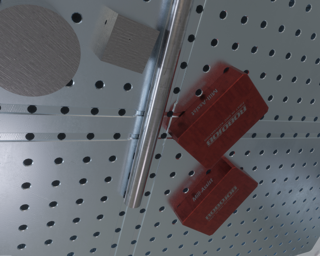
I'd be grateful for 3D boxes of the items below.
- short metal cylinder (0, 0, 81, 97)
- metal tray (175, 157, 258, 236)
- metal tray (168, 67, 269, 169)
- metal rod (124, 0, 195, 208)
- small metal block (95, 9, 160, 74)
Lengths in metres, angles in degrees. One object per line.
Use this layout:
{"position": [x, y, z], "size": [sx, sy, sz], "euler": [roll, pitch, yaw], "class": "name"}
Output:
{"position": [-0.119, -0.075, 0.284], "size": [0.081, 0.050, 0.079], "euler": [-14, 124, -21], "class": "short metal cylinder"}
{"position": [0.099, 0.122, 0.538], "size": [0.130, 0.030, 0.090], "euler": [-50, 129, 7], "class": "metal tray"}
{"position": [0.087, -0.012, 0.448], "size": [0.130, 0.030, 0.090], "euler": [-45, 129, 3], "class": "metal tray"}
{"position": [-0.006, -0.021, 0.394], "size": [0.025, 0.025, 0.298], "euler": [0, 119, -29], "class": "metal rod"}
{"position": [-0.036, -0.092, 0.335], "size": [0.050, 0.025, 0.050], "euler": [12, 112, -34], "class": "small metal block"}
